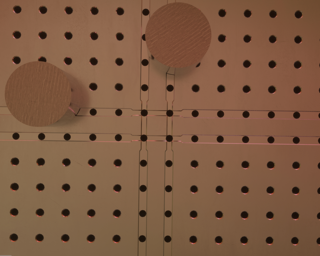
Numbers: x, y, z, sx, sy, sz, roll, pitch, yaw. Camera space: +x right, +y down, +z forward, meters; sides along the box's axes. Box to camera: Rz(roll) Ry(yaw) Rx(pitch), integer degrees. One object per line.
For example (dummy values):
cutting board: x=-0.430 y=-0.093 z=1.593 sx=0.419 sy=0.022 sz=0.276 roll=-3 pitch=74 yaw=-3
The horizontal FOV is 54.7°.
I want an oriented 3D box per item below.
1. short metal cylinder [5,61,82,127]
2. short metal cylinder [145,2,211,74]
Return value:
short metal cylinder: x=-0.148 y=-0.041 z=0.400 sx=0.081 sy=0.050 sz=0.079 roll=0 pitch=90 yaw=0
short metal cylinder: x=0.022 y=-0.113 z=0.401 sx=0.081 sy=0.050 sz=0.079 roll=0 pitch=90 yaw=0
